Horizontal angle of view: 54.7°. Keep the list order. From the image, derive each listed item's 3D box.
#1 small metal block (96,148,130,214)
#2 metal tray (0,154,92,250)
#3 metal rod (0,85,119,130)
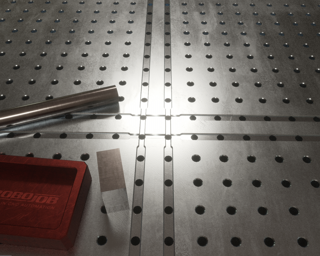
[{"bbox_3d":[-0.052,0.059,0.342,0.025,0.050,0.050,-10,51,-8],"label":"small metal block"},{"bbox_3d":[-0.151,0.077,0.337,0.131,0.030,0.090,5,50,3],"label":"metal tray"},{"bbox_3d":[-0.205,-0.013,0.415,0.302,0.025,0.025,-15,52,-13],"label":"metal rod"}]
